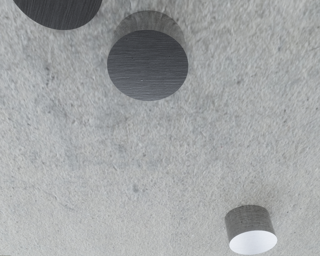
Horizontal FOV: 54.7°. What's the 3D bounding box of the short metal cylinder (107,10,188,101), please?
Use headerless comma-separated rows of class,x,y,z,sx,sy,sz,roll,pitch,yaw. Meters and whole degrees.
short metal cylinder,-0.012,-0.075,0.327,0.081,0.050,0.079,0,130,0

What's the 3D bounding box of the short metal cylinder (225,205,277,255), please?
short metal cylinder,0.159,0.181,0.547,0.081,0.050,0.079,0,130,0

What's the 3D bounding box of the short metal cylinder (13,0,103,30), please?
short metal cylinder,-0.087,-0.135,0.274,0.081,0.050,0.079,0,130,0
